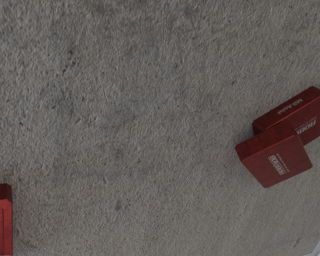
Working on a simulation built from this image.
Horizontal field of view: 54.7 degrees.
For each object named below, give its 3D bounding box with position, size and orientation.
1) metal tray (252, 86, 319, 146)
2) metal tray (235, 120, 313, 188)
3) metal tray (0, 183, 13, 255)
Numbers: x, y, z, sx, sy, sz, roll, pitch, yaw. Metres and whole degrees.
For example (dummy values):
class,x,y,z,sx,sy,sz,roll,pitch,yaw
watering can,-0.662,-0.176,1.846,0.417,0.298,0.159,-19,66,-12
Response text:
class,x,y,z,sx,sy,sz,roll,pitch,yaw
metal tray,0.222,-0.002,0.524,0.131,0.030,0.090,-29,129,-10
metal tray,0.190,0.048,0.508,0.090,0.030,0.130,-30,138,17
metal tray,-0.223,0.129,0.361,0.091,0.030,0.129,-2,119,-28
